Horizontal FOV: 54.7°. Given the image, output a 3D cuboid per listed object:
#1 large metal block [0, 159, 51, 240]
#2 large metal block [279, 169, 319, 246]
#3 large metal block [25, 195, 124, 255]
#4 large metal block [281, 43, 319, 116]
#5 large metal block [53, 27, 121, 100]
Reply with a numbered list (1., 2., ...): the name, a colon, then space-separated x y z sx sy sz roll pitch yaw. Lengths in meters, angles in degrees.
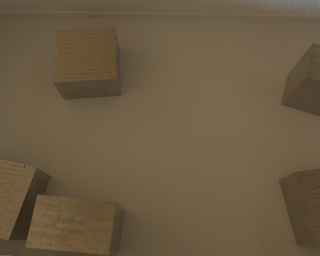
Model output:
1. large metal block: -0.189 0.081 0.365 0.080 0.050 0.080 13 71 4
2. large metal block: 0.199 0.091 0.364 0.081 0.050 0.080 -7 70 -3
3. large metal block: -0.086 0.107 0.340 0.080 0.080 0.050 5 70 2
4. large metal block: 0.216 -0.056 0.402 0.080 0.080 0.050 18 71 6
5. large metal block: -0.098 -0.089 0.428 0.081 0.050 0.080 -4 70 -2
